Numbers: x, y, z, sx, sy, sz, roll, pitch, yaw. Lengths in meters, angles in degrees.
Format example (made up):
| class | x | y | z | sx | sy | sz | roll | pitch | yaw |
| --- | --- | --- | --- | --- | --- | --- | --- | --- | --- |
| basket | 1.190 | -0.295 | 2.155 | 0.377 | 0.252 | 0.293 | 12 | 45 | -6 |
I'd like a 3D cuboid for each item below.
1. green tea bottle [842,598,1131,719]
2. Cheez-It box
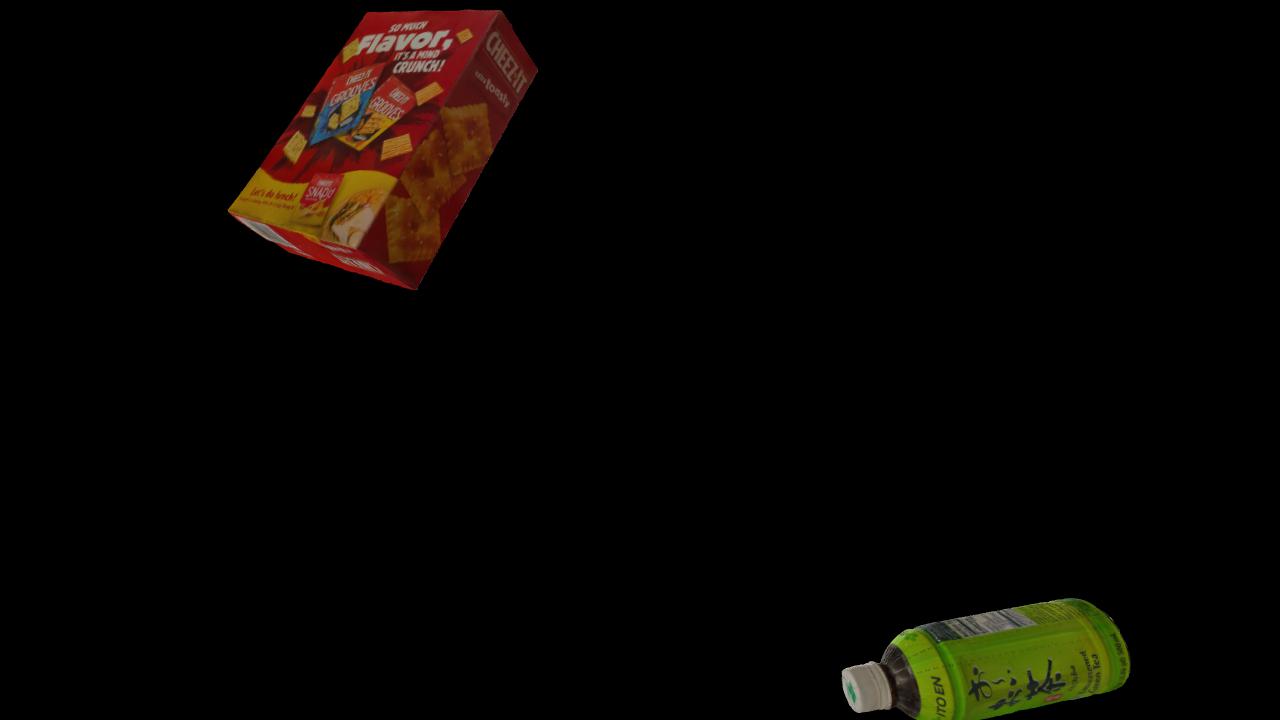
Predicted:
| class | x | y | z | sx | sy | sz | roll | pitch | yaw |
| --- | --- | --- | --- | --- | --- | --- | --- | --- | --- |
| green tea bottle | 0.260 | 0.235 | 0.476 | 0.212 | 0.073 | 0.073 | -5 | 1 | -7 |
| Cheez-It box | -0.207 | -0.181 | 0.506 | 0.166 | 0.223 | 0.071 | 17 | -15 | 27 |
